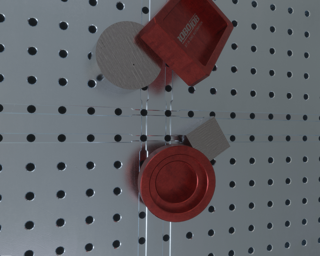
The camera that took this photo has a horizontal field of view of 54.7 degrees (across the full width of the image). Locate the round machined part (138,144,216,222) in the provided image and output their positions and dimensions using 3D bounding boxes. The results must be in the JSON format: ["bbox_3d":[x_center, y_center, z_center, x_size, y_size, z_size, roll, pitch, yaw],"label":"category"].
[{"bbox_3d":[0.019,0.069,0.407,0.099,0.042,0.097,-1,94,-14],"label":"round machined part"}]

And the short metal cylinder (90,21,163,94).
[{"bbox_3d":[-0.043,-0.085,0.384,0.081,0.050,0.079,0,90,-20],"label":"short metal cylinder"}]

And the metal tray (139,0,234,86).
[{"bbox_3d":[0.040,-0.125,0.393,0.090,0.030,0.130,43,49,-15],"label":"metal tray"}]

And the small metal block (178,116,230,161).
[{"bbox_3d":[0.063,0.018,0.436,0.050,0.025,0.050,-33,101,-17],"label":"small metal block"}]
